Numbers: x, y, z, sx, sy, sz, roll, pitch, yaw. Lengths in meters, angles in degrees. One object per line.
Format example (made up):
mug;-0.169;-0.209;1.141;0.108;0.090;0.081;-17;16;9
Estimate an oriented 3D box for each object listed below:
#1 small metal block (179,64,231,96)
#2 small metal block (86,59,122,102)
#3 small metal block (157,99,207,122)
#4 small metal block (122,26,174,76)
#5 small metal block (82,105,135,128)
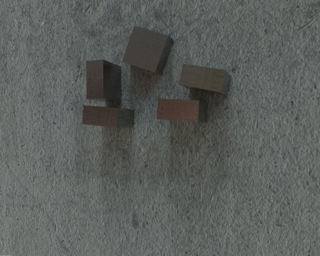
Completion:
small metal block;0.056;-0.057;0.376;0.050;0.050;0.025;13;95;19
small metal block;-0.075;-0.063;0.422;0.025;0.050;0.050;-1;90;20
small metal block;0.029;-0.021;0.385;0.050;0.050;0.025;4;92;20
small metal block;-0.016;-0.103;0.415;0.050;0.025;0.050;22;97;18
small metal block;-0.069;-0.015;0.420;0.050;0.050;0.025;6;92;20
